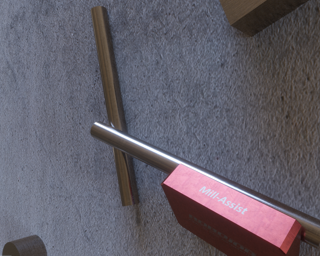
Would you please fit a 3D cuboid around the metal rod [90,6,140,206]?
[{"bbox_3d":[-0.068,-0.037,0.458,0.025,0.025,0.298,-17,79,38],"label":"metal rod"}]

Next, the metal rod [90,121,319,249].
[{"bbox_3d":[0.030,0.050,0.361,0.300,0.025,0.025,22,104,32],"label":"metal rod"}]

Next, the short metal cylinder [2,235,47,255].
[{"bbox_3d":[-0.263,0.255,0.602,0.080,0.050,0.079,0,90,39],"label":"short metal cylinder"}]

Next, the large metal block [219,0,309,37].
[{"bbox_3d":[0.100,-0.151,0.305,0.080,0.050,0.080,-29,72,36],"label":"large metal block"}]

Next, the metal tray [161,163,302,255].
[{"bbox_3d":[0.068,0.095,0.309,0.130,0.030,0.090,23,147,37],"label":"metal tray"}]
